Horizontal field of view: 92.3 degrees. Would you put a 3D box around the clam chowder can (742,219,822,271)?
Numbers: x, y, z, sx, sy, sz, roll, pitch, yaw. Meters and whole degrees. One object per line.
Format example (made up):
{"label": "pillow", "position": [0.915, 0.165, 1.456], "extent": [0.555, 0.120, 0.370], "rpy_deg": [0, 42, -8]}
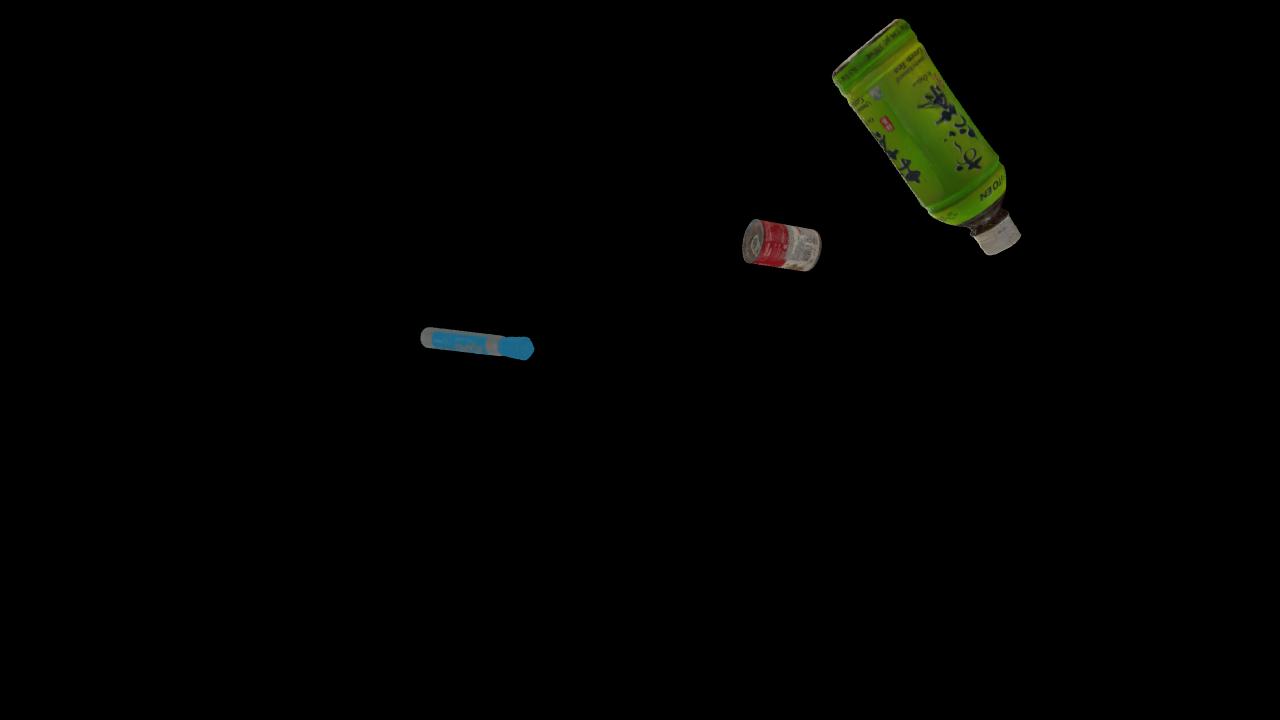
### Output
{"label": "clam chowder can", "position": [0.218, -0.176, 0.948], "extent": [0.102, 0.068, 0.068], "rpy_deg": [5, -2, -16]}

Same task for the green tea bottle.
{"label": "green tea bottle", "position": [0.253, -0.182, 0.525], "extent": [0.073, 0.212, 0.073], "rpy_deg": [-41, 7, 6]}

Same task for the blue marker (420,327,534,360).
{"label": "blue marker", "position": [-0.137, -0.014, 0.516], "extent": [0.121, 0.020, 0.020], "rpy_deg": [7, 3, 32]}
